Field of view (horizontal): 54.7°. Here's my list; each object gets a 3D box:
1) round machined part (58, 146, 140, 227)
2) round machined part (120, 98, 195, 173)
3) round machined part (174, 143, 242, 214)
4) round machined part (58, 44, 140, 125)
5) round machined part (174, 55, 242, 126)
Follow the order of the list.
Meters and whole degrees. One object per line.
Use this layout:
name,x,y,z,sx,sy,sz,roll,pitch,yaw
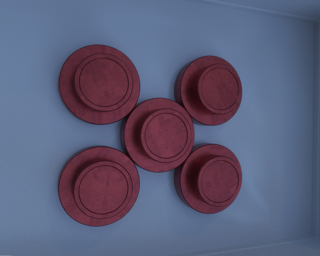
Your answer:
round machined part,-0.071,0.071,0.375,0.099,0.042,0.097,0,90,-21
round machined part,0.001,0.009,0.401,0.099,0.042,0.097,0,90,-21
round machined part,0.073,0.071,0.429,0.099,0.042,0.097,0,90,-21
round machined part,-0.071,-0.053,0.374,0.099,0.042,0.097,0,90,-21
round machined part,0.073,-0.052,0.428,0.099,0.042,0.097,0,90,-21
